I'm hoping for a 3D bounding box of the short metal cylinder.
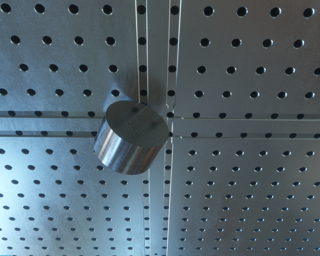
[{"bbox_3d":[-0.036,0.011,0.384,0.080,0.080,0.050,19,128,-15],"label":"short metal cylinder"}]
